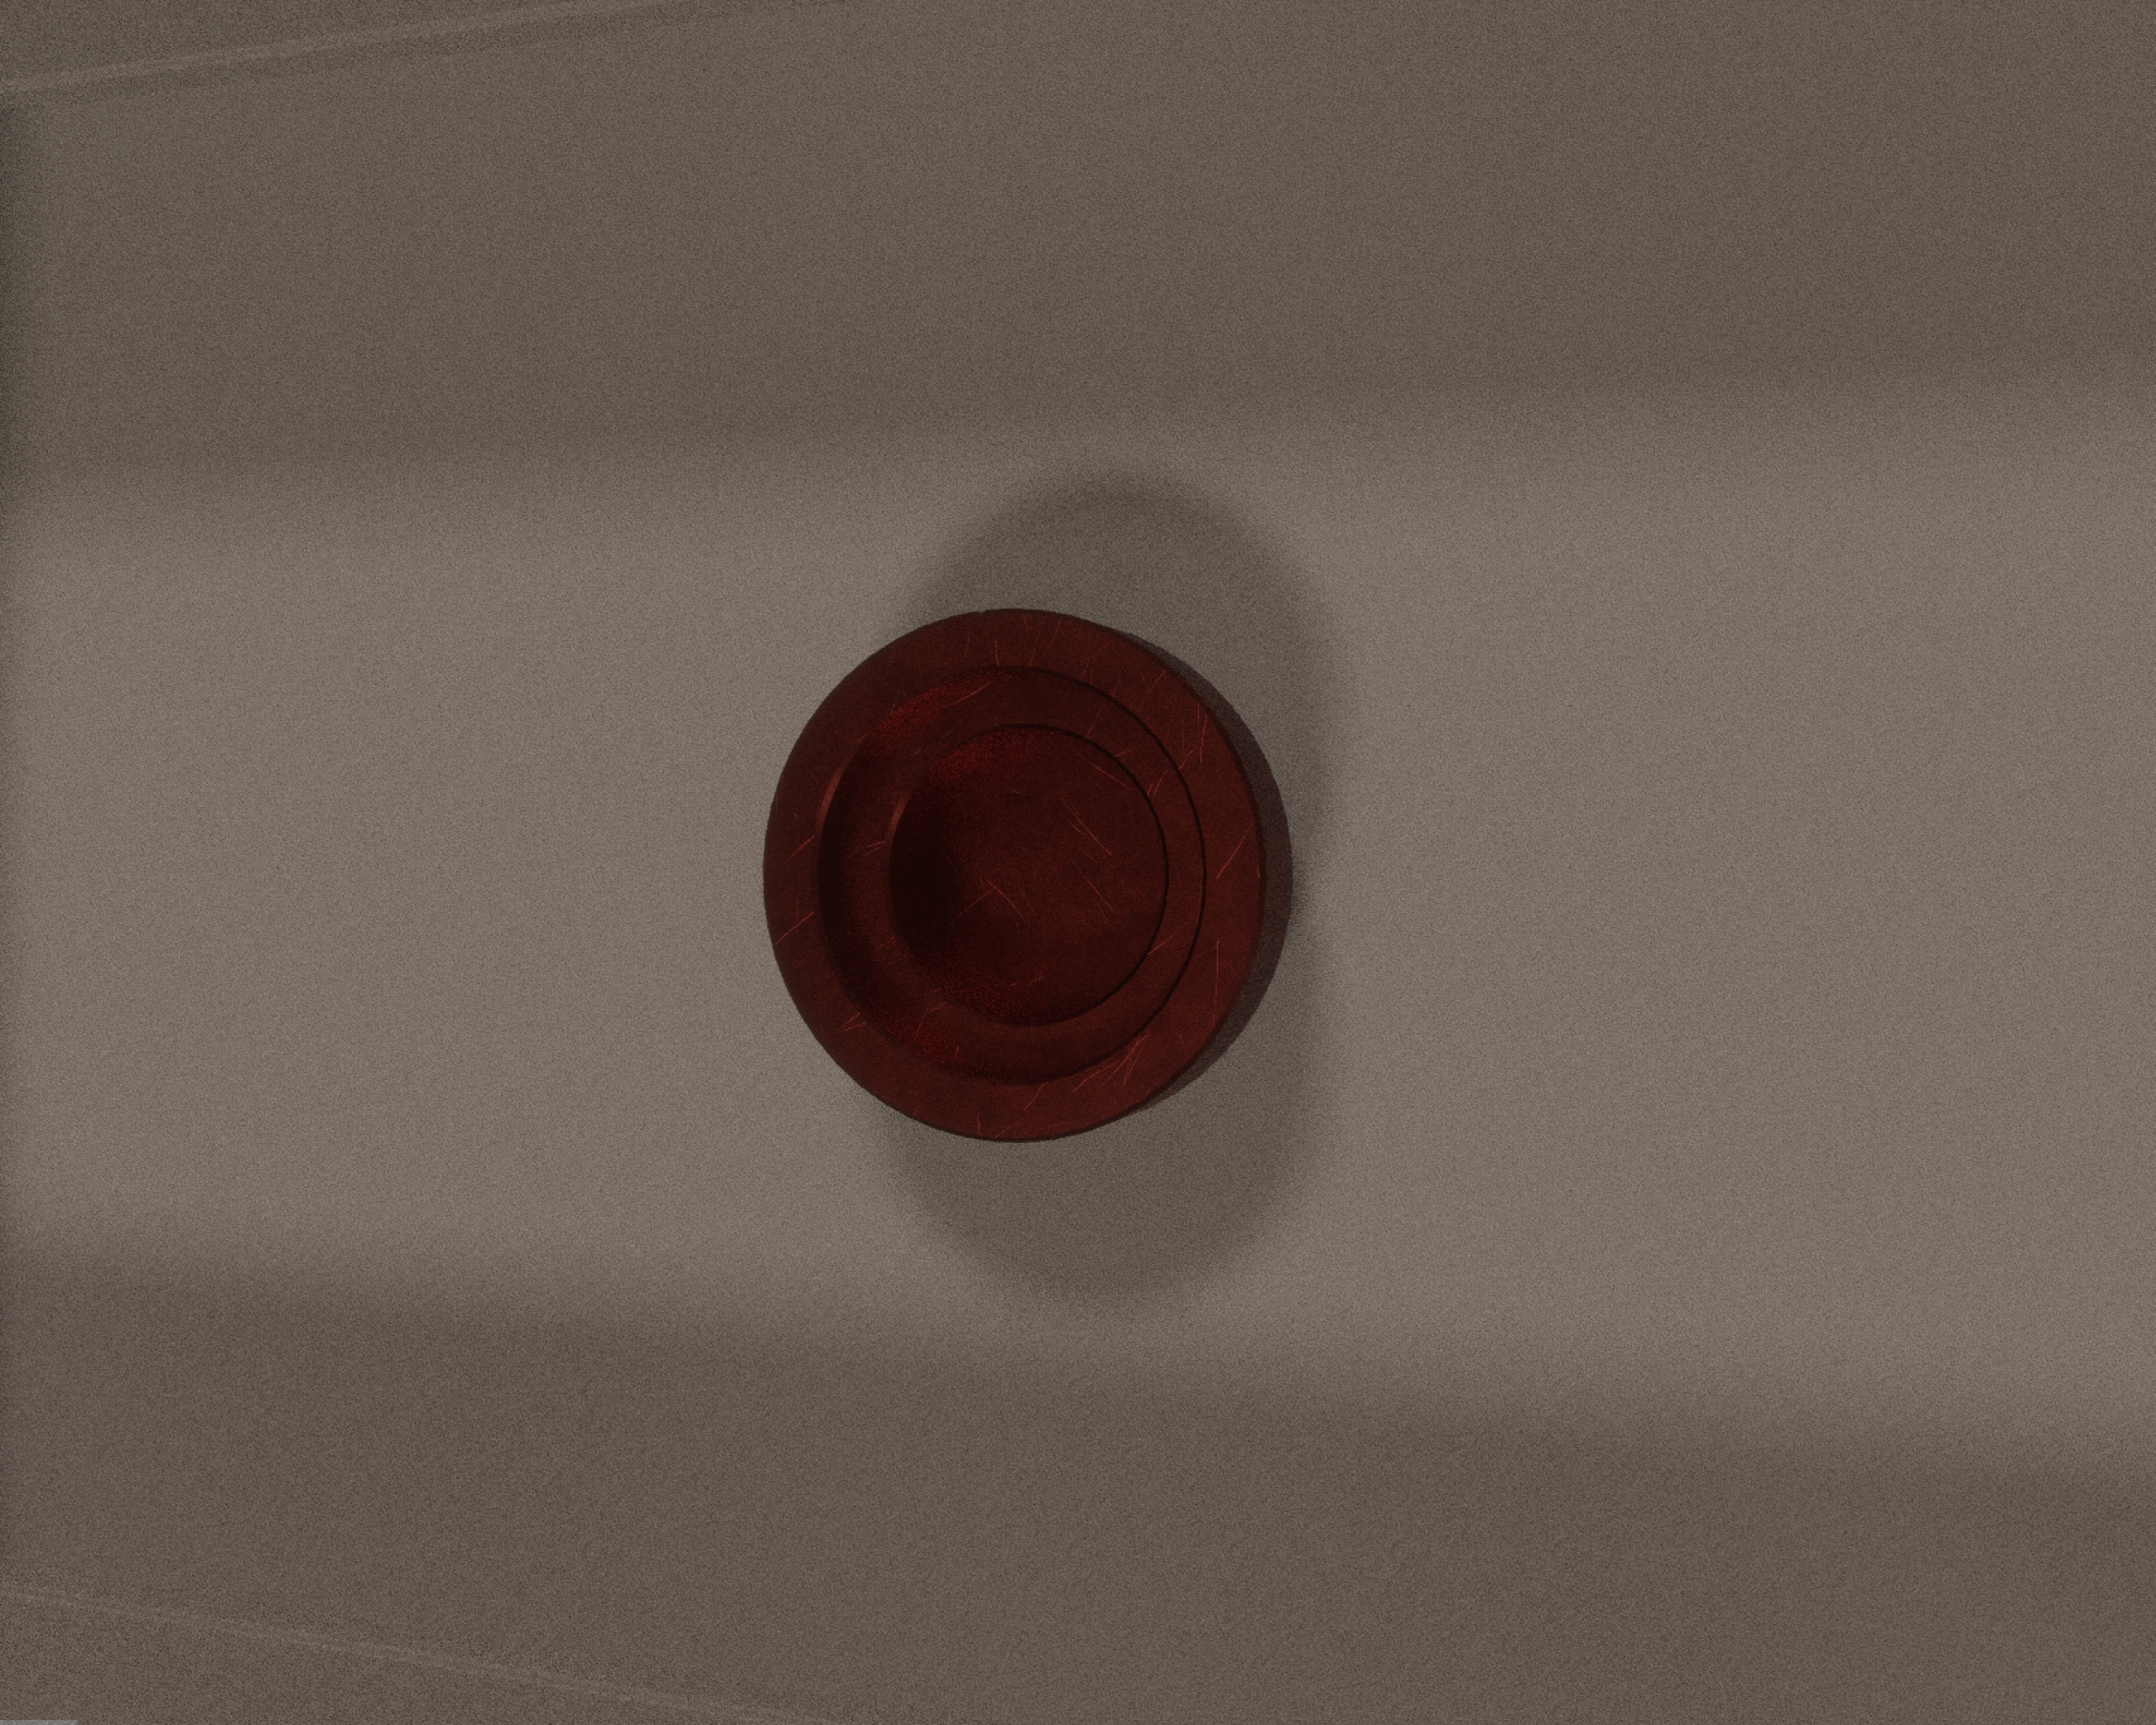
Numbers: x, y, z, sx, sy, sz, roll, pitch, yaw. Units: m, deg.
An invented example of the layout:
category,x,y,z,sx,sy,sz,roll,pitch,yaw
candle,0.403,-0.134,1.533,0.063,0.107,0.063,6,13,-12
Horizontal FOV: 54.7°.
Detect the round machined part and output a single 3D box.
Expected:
category,x,y,z,sx,sy,sz,roll,pitch,yaw
round machined part,-0.007,0.002,0.399,0.098,0.042,0.097,0,90,19
